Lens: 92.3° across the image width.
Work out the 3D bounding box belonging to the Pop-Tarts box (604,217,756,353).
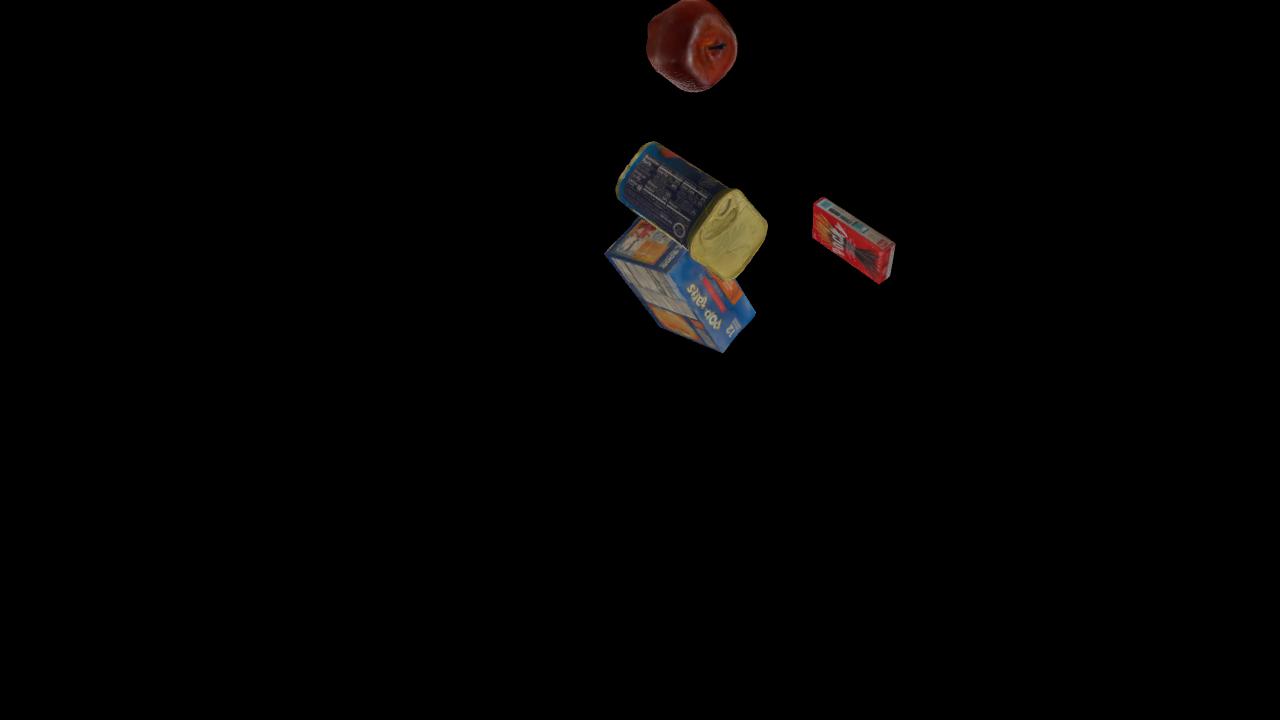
[{"bbox_3d":[0.057,-0.106,0.852,0.141,0.083,0.167,27,-17,48],"label":"Pop-Tarts box"}]

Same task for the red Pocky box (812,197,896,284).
[{"bbox_3d":[0.344,-0.195,1.003,0.028,0.155,0.083,-36,-34,-9],"label":"red Pocky box"}]

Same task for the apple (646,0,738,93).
[{"bbox_3d":[0.048,-0.294,0.574,0.079,0.079,0.093,0,27,-37],"label":"apple"}]

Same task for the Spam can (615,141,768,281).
[{"bbox_3d":[0.041,-0.115,0.479,0.085,0.058,0.101,41,11,26],"label":"Spam can"}]
